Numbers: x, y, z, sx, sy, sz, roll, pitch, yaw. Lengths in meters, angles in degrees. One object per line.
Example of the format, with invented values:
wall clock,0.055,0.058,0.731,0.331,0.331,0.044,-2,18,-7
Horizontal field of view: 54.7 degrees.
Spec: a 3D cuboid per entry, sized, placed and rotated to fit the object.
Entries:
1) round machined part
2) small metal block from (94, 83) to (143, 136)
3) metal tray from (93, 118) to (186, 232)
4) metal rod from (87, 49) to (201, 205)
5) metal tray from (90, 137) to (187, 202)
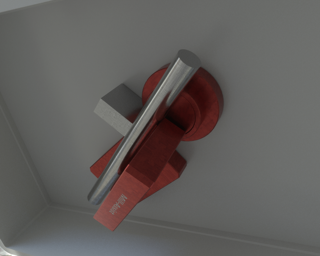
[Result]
round machined part,0.022,-0.025,0.367,0.098,0.042,0.097,13,124,20
small metal block,-0.047,-0.024,0.399,0.050,0.050,0.025,39,129,1
metal tray,-0.026,0.057,0.363,0.030,0.090,0.129,36,135,1
metal rod,-0.037,0.023,0.389,0.025,0.025,0.298,38,133,2
metal tray,-0.036,0.057,0.456,0.090,0.030,0.129,46,129,-5
